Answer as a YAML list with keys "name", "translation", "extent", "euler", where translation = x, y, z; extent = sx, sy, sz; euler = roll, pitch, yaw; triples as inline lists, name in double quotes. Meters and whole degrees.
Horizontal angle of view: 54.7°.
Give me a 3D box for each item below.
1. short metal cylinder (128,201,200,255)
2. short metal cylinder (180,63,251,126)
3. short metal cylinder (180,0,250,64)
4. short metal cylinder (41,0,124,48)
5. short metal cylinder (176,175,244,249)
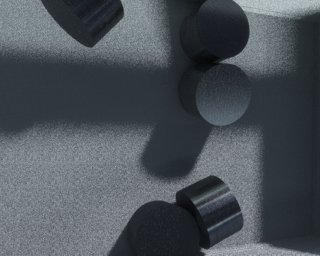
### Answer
- name: "short metal cylinder"
  translation: [0.003, 0.136, 0.394]
  extent: [0.081, 0.050, 0.080]
  euler: [2, 82, -16]
- name: "short metal cylinder"
  translation: [0.074, -0.047, 0.418]
  extent: [0.081, 0.050, 0.079]
  euler: [-5, 104, -19]
- name: "short metal cylinder"
  translation: [0.074, -0.131, 0.426]
  extent: [0.081, 0.050, 0.079]
  euler: [0, 90, -20]
- name: "short metal cylinder"
  translation: [-0.088, -0.138, 0.349]
  extent: [0.080, 0.080, 0.050]
  euler: [44, 76, -15]
- name: "short metal cylinder"
  translation: [0.063, 0.109, 0.406]
  extent: [0.050, 0.080, 0.080]
  euler: [-22, 98, -19]
